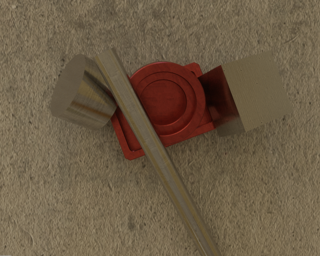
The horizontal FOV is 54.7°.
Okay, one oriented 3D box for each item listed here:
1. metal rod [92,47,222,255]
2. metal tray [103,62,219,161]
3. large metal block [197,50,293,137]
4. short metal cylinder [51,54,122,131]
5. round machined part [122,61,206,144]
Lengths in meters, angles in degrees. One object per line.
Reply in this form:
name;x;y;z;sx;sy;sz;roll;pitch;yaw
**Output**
metal rod;0.006;0.048;0.367;0.025;0.025;0.299;-27;107;0
metal tray;0.003;-0.021;0.409;0.131;0.030;0.090;-21;90;-1
large metal block;0.105;-0.042;0.383;0.081;0.050;0.080;-20;90;-26
short metal cylinder;-0.090;-0.042;0.376;0.050;0.080;0.080;24;90;-36
round machined part;0.003;-0.032;0.379;0.099;0.042;0.097;-1;105;-5
